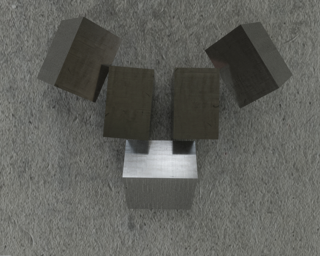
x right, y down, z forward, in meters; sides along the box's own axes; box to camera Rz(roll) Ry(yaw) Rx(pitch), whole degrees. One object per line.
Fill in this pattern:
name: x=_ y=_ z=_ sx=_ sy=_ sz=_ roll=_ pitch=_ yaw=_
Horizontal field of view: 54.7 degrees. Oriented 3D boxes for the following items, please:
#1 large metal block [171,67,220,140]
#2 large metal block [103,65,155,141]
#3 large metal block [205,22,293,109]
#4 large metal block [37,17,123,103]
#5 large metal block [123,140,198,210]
large metal block: x=0.041 y=-0.028 z=0.384 sx=0.050 sy=0.080 sz=0.079 roll=1 pitch=90 yaw=0
large metal block: x=-0.035 y=-0.028 z=0.383 sx=0.050 sy=0.080 sz=0.079 roll=5 pitch=90 yaw=0
large metal block: x=0.111 y=-0.079 z=0.379 sx=0.050 sy=0.080 sz=0.080 roll=-31 pitch=90 yaw=37
large metal block: x=-0.099 y=-0.082 z=0.373 sx=0.050 sy=0.080 sz=0.080 roll=23 pitch=90 yaw=-36
large metal block: x=0.000 y=0.059 z=0.378 sx=0.081 sy=0.080 sz=0.050 roll=1 pitch=51 yaw=0
